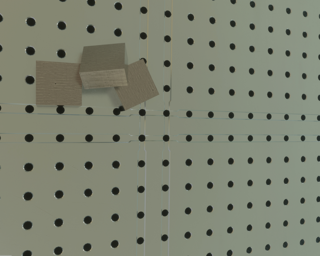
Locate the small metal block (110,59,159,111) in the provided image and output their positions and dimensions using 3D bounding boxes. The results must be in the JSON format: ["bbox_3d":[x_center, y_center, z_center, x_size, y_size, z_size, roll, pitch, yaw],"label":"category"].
[{"bbox_3d":[-0.037,-0.055,0.400,0.050,0.025,0.050,-28,100,-18],"label":"small metal block"}]

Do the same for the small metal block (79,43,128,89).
[{"bbox_3d":[-0.065,-0.074,0.367,0.050,0.025,0.050,-5,49,0],"label":"small metal block"}]

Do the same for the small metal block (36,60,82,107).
[{"bbox_3d":[-0.120,-0.051,0.369,0.050,0.025,0.050,0,90,-21],"label":"small metal block"}]
